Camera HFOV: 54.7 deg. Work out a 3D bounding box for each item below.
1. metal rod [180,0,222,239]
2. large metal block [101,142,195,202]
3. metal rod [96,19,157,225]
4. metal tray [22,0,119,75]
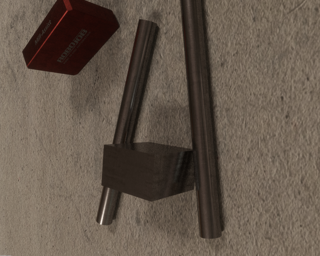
[{"bbox_3d":[0.047,-0.025,0.364,0.025,0.025,0.298,-7,85,39],"label":"metal rod"},{"bbox_3d":[-0.012,0.048,0.377,0.080,0.081,0.050,7,95,39],"label":"large metal block"},{"bbox_3d":[-0.050,-0.001,0.444,0.025,0.025,0.298,22,104,37],"label":"metal rod"},{"bbox_3d":[-0.137,-0.135,0.472,0.130,0.091,0.030,-37,68,33],"label":"metal tray"}]
